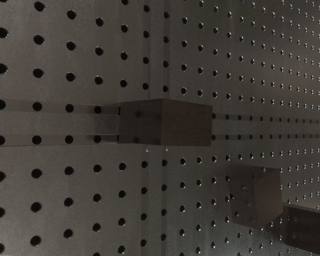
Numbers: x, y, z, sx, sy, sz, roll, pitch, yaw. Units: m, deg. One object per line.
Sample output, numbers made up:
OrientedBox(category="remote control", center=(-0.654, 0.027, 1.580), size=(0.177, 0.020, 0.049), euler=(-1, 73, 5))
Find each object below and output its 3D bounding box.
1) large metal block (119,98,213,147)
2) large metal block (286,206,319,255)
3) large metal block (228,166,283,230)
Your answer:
OrientedBox(category="large metal block", center=(0.007, -0.005, 0.381), size=(0.081, 0.080, 0.050), euler=(4, 88, -40))
OrientedBox(category="large metal block", center=(0.317, 0.211, 0.644), size=(0.050, 0.080, 0.080), euler=(10, 84, -40))
OrientedBox(category="large metal block", center=(0.166, 0.117, 0.536), size=(0.081, 0.050, 0.079), euler=(-13, 99, -39))
